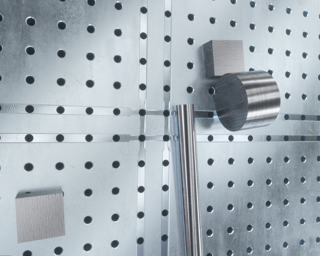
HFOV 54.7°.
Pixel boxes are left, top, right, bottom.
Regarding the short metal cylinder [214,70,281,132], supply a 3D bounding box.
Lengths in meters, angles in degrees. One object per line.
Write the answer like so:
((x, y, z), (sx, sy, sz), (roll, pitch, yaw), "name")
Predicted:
((0.118, -0.038, 0.429), (0.050, 0.080, 0.079), (-9, 93, -20), "short metal cylinder")

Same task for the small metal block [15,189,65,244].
((-0.139, 0.101, 0.362), (0.050, 0.025, 0.050), (-3, 91, -20), "small metal block")

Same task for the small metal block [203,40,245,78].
((0.093, -0.099, 0.448), (0.050, 0.025, 0.050), (-5, 92, -20), "small metal block")

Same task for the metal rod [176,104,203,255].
((0.044, 0.117, 0.430), (0.025, 0.025, 0.298), (-4, 92, -20), "metal rod")
